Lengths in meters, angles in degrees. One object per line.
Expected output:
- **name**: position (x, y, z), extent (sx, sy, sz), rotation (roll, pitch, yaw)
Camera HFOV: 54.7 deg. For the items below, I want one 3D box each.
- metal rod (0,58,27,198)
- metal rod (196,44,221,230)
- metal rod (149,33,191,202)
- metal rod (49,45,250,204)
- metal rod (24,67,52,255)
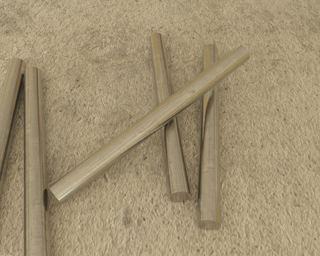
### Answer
- **metal rod**: position (-0.200, 0.014, 0.389), extent (0.025, 0.025, 0.300), rotation (-6, 50, -5)
- **metal rod**: position (0.066, -0.014, 0.415), extent (0.025, 0.025, 0.300), rotation (5, 50, 4)
- **metal rod**: position (0.008, -0.039, 0.435), extent (0.025, 0.025, 0.300), rotation (-4, 50, -3)
- **metal rod**: position (0.000, -0.014, 0.383), extent (0.301, 0.025, 0.025), rotation (-38, 59, -17)
- **metal rod**: position (-0.153, 0.027, 0.379), extent (0.025, 0.025, 0.300), rotation (-12, 51, -10)
